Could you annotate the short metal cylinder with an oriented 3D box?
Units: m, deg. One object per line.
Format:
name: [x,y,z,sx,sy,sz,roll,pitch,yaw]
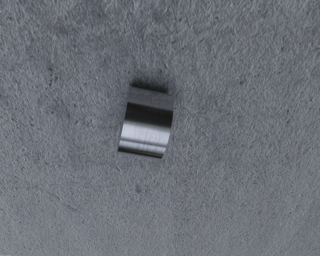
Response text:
short metal cylinder: [-0.019,-0.006,0.366,0.050,0.080,0.079,11,129,-9]
